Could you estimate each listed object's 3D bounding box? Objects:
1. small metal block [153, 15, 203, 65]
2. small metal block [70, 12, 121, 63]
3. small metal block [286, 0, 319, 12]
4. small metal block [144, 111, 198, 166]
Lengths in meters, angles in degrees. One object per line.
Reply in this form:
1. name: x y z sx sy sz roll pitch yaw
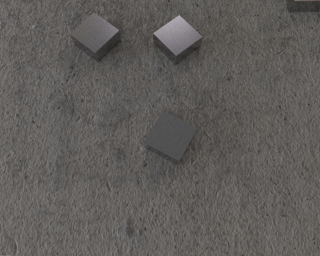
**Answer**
1. small metal block: 0.026 -0.129 0.455 0.050 0.025 0.050 -38 75 -13
2. small metal block: -0.094 -0.133 0.456 0.050 0.025 0.050 38 74 12
3. small metal block: 0.228 -0.211 0.487 0.050 0.025 0.050 -1 70 -1
4. small metal block: 0.014 0.013 0.403 0.050 0.025 0.050 27 72 9
